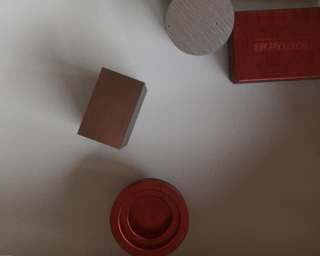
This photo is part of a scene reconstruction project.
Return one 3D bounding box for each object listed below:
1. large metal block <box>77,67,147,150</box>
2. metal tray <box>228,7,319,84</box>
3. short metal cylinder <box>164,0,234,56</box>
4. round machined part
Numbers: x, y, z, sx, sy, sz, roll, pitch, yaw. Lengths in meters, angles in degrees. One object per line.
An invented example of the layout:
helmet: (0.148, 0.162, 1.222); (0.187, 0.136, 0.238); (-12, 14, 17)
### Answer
large metal block: (-0.055, -0.022, 0.383); (0.050, 0.080, 0.080); (20, 90, 0)
metal tray: (0.159, -0.108, 0.411); (0.131, 0.030, 0.089); (-3, 90, -1)
short metal cylinder: (0.046, -0.135, 0.385); (0.081, 0.050, 0.079); (-1, 115, -3)
round machined part: (-0.013, 0.114, 0.403); (0.099, 0.042, 0.097); (0, 90, -1)
